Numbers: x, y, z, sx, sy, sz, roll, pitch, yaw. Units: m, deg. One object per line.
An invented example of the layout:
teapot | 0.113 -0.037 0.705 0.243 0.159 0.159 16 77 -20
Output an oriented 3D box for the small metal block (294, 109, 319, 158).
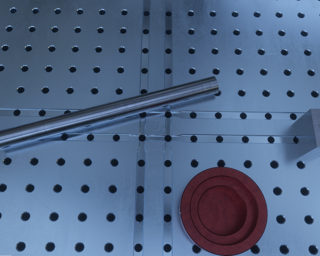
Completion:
small metal block | 0.199 0.008 0.398 0.025 0.050 0.050 1 70 0

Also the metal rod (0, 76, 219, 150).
metal rod | -0.067 -0.022 0.418 0.302 0.025 0.025 -15 71 -6

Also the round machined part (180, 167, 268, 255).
round machined part | 0.072 0.098 0.368 0.099 0.042 0.098 0 70 -1
